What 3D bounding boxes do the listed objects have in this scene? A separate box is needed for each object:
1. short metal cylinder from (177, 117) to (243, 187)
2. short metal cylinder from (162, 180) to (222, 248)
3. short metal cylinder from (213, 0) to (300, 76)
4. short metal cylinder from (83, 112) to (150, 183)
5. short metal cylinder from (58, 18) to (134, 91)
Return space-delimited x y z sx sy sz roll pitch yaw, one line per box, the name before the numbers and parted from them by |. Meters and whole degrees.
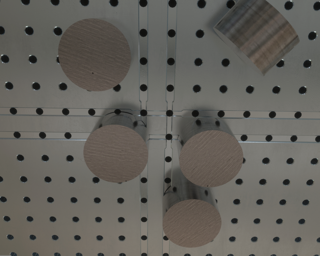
short metal cylinder | 0.064 0.031 0.412 0.081 0.050 0.079 0 110 0
short metal cylinder | 0.044 0.123 0.446 0.081 0.050 0.079 0 110 0
short metal cylinder | 0.106 -0.104 0.347 0.080 0.080 0.050 41 105 -14
short metal cylinder | -0.055 0.025 0.408 0.081 0.050 0.079 0 110 0
short metal cylinder | -0.072 -0.088 0.367 0.081 0.050 0.079 0 110 0
